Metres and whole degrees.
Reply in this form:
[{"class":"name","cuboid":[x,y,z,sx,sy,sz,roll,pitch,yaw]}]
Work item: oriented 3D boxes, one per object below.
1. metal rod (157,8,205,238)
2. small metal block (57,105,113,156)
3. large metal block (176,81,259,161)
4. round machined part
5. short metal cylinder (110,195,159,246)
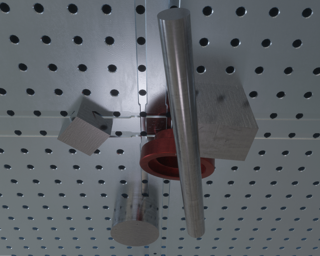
[{"class":"metal rod","cuboid":[0.030,0.027,0.329,0.025,0.025,0.298,-6,130,5]},{"class":"small metal block","cuboid":[-0.100,0.004,0.414,0.050,0.025,0.050,32,123,-25]},{"class":"large metal block","cuboid":[0.061,-0.010,0.368,0.081,0.080,0.050,6,130,-5]},{"class":"round machined part","cuboid":[0.024,0.034,0.416,0.099,0.042,0.098,5,151,3]},{"class":"short metal cylinder","cuboid":[-0.041,0.159,0.531,0.081,0.050,0.079,0,130,0]}]
